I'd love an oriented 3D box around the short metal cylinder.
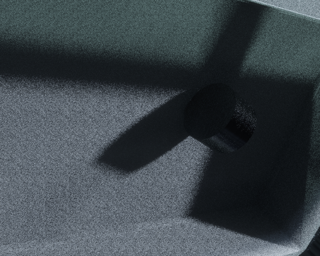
[{"bbox_3d":[0.079,-0.013,0.410,0.050,0.080,0.080,31,101,-38],"label":"short metal cylinder"}]
